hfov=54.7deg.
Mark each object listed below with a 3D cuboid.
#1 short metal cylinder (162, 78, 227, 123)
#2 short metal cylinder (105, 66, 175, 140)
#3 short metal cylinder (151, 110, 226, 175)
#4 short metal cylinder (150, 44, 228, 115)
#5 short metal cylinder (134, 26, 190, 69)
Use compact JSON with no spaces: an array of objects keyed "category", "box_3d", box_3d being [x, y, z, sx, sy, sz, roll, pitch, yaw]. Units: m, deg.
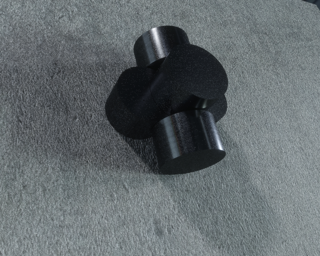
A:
[{"category":"short metal cylinder","box_3d":[0.046,-0.032,0.435,0.081,0.050,0.080,14,56,-21]},{"category":"short metal cylinder","box_3d":[-0.024,-0.031,0.396,0.081,0.050,0.080,14,56,-21]},{"category":"short metal cylinder","box_3d":[0.034,0.020,0.378,0.081,0.080,0.050,0,62,-29]},{"category":"short metal cylinder","box_3d":[0.035,-0.055,0.378,0.081,0.050,0.080,14,56,-21]},{"category":"short metal cylinder","box_3d":[0.007,-0.096,0.434,0.081,0.080,0.050,0,62,-29]}]
